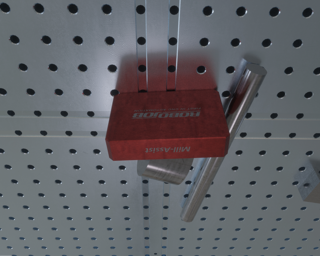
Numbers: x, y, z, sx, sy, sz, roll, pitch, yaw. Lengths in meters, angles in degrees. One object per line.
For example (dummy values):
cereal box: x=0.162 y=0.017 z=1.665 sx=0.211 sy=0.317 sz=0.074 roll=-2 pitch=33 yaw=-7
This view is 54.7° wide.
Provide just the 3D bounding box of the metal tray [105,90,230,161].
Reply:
metal tray: x=0.008 y=-0.006 z=0.363 sx=0.131 sy=0.090 sz=0.030 roll=-2 pitch=130 yaw=1

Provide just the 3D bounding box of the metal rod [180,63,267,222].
metal rod: x=0.079 y=0.044 z=0.449 sx=0.025 sy=0.025 sz=0.298 roll=9 pitch=130 yaw=-8

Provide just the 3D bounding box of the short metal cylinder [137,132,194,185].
short metal cylinder: x=0.007 y=0.029 z=0.400 sx=0.050 sy=0.080 sz=0.079 roll=17 pitch=128 yaw=-14

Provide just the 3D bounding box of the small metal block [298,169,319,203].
small metal block: x=0.260 y=0.095 z=0.495 sx=0.050 sy=0.025 sz=0.050 roll=10 pitch=130 yaw=-9
